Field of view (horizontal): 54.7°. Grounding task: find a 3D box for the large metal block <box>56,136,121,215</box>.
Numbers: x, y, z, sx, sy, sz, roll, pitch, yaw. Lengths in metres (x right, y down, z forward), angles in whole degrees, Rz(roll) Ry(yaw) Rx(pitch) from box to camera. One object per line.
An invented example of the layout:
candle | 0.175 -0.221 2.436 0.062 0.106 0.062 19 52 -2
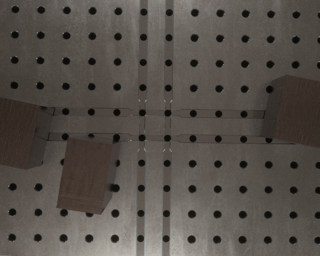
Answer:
large metal block | -0.084 0.053 0.385 0.050 0.080 0.080 9 90 0

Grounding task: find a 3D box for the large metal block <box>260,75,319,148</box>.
large metal block | 0.186 -0.018 0.403 0.080 0.050 0.080 12 90 -1

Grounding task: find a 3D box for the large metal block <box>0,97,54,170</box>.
large metal block | -0.192 0.003 0.398 0.080 0.050 0.080 12 90 -1
